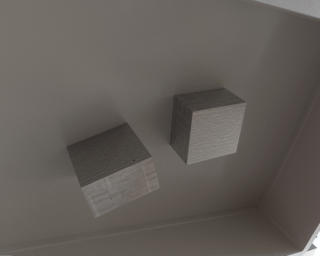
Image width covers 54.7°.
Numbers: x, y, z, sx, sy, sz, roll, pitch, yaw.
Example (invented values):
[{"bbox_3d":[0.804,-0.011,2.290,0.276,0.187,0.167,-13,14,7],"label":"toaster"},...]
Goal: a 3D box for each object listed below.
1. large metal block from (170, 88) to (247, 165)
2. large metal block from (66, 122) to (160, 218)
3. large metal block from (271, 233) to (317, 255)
[{"bbox_3d":[0.063,-0.004,0.424,0.081,0.050,0.079,-11,123,-23],"label":"large metal block"},{"bbox_3d":[-0.057,0.047,0.371,0.081,0.080,0.050,-23,127,-15],"label":"large metal block"},{"bbox_3d":[0.329,0.316,0.770,0.081,0.050,0.079,-4,120,-27],"label":"large metal block"}]
